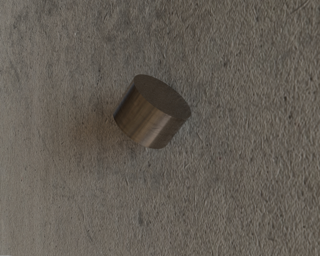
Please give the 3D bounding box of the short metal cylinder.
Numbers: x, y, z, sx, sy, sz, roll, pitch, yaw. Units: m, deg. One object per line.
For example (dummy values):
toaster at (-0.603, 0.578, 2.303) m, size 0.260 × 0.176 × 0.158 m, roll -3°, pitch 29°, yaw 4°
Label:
short metal cylinder at (-0.010, -0.021, 0.378) m, size 0.080 × 0.081 × 0.050 m, roll 52°, pitch 121°, yaw 27°
